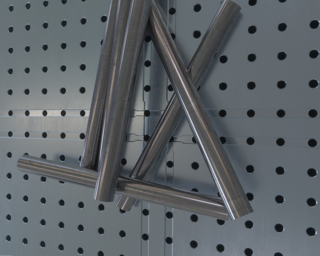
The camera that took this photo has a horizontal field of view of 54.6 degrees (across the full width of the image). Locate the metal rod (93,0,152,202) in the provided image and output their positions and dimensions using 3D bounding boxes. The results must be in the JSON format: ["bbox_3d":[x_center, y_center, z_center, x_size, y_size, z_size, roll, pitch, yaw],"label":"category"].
[{"bbox_3d":[-0.042,-0.059,0.386,0.025,0.025,0.299,10,87,20],"label":"metal rod"}]

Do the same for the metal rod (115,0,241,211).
[{"bbox_3d":[0.019,-0.022,0.406,0.025,0.025,0.299,31,100,17],"label":"metal rod"}]

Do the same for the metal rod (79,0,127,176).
[{"bbox_3d":[-0.079,-0.066,0.440,0.025,0.025,0.298,13,94,19],"label":"metal rod"}]

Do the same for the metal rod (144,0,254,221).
[{"bbox_3d":[0.032,-0.040,0.369,0.025,0.025,0.299,-29,69,18],"label":"metal rod"}]

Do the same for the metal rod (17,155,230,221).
[{"bbox_3d":[-0.060,0.073,0.406,0.301,0.025,0.025,9,93,19],"label":"metal rod"}]

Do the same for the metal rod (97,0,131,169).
[{"bbox_3d":[-0.057,-0.073,0.423,0.025,0.025,0.298,11,97,20],"label":"metal rod"}]
